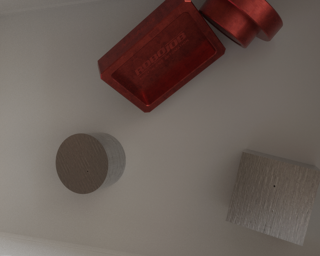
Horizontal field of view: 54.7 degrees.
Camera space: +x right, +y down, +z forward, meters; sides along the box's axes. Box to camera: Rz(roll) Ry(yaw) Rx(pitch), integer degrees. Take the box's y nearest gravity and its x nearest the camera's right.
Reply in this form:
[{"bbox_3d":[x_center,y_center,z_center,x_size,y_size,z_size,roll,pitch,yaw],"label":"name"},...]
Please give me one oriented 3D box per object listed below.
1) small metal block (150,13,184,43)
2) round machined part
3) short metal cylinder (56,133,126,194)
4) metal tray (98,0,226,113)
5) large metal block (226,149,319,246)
[{"bbox_3d":[0.009,-0.127,0.393,0.050,0.050,0.025,-37,78,16],"label":"small metal block"},{"bbox_3d":[0.082,-0.125,0.343,0.098,0.098,0.042,43,106,14],"label":"round machined part"},{"bbox_3d":[-0.095,0.047,0.429,0.080,0.050,0.079,0,90,19],"label":"short metal cylinder"},{"bbox_3d":[0.002,-0.085,0.373,0.130,0.090,0.030,-37,44,16],"label":"metal tray"},{"bbox_3d":[0.127,0.074,0.352,0.080,0.050,0.079,14,95,19],"label":"large metal block"}]
